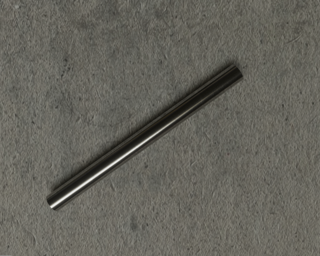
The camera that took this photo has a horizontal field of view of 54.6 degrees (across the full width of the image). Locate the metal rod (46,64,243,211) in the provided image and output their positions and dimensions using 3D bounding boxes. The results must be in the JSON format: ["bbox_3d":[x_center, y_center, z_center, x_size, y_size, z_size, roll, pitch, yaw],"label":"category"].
[{"bbox_3d":[-0.020,0.013,0.411,0.301,0.025,0.025,-35,90,0],"label":"metal rod"}]
